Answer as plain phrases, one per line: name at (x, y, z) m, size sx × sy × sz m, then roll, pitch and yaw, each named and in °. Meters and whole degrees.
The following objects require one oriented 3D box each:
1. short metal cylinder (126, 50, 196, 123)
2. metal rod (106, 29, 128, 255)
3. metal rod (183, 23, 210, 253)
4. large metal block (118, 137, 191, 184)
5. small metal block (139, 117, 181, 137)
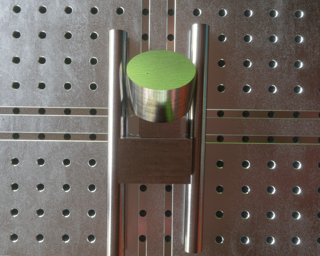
short metal cylinder at (0.001, -0.052, 0.379) m, size 0.081 × 0.050 × 0.080 m, roll 1°, pitch 46°, yaw -1°
metal rod at (-0.058, 0.022, 0.413) m, size 0.025 × 0.025 × 0.298 m, roll 1°, pitch 90°, yaw 0°
metal rod at (0.049, 0.014, 0.413) m, size 0.025 × 0.025 × 0.298 m, roll 2°, pitch 90°, yaw 0°
large metal block at (-0.006, 0.037, 0.383) m, size 0.081 × 0.080 × 0.050 m, roll 1°, pitch 90°, yaw 0°
small metal block at (0.000, -0.001, 0.401) m, size 0.050 × 0.050 × 0.025 m, roll 1°, pitch 90°, yaw -1°
